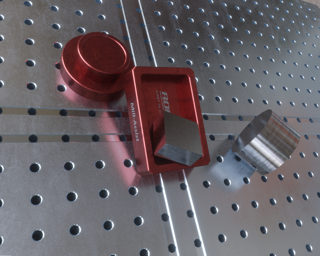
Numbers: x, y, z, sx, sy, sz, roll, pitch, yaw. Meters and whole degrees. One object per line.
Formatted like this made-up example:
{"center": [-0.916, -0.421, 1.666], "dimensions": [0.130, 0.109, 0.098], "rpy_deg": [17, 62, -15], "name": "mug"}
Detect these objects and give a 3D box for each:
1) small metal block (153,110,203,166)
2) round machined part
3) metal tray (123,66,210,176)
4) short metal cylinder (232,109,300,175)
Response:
{"center": [0.020, 0.012, 0.371], "dimensions": [0.050, 0.025, 0.050], "rpy_deg": [19, 44, -25], "name": "small metal block"}
{"center": [-0.078, -0.087, 0.408], "dimensions": [0.099, 0.042, 0.098], "rpy_deg": [14, 56, -21], "name": "round machined part"}
{"center": [0.009, -0.011, 0.392], "dimensions": [0.091, 0.030, 0.129], "rpy_deg": [-5, 81, -31], "name": "metal tray"}
{"center": [0.149, 0.020, 0.440], "dimensions": [0.050, 0.080, 0.080], "rpy_deg": [40, 51, -1], "name": "short metal cylinder"}
